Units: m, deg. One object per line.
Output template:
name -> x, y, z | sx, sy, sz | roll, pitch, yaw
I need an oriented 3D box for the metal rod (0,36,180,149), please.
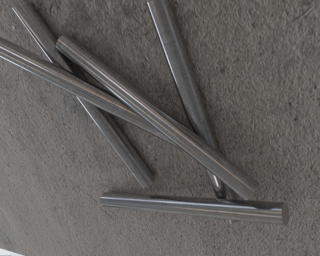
metal rod -> -0.095, -0.048, 0.401 | 0.301, 0.025, 0.025 | 27, 128, 1

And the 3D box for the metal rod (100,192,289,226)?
metal rod -> 0.024, 0.109, 0.438 | 0.300, 0.025, 0.025 | -7, 115, 39

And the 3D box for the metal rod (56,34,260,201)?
metal rod -> -0.011, -0.020, 0.377 | 0.300, 0.025, 0.025 | 39, 129, 11

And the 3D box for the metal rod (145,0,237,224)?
metal rod -> 0.048, -0.005, 0.377 | 0.025, 0.025, 0.299 | -8, 115, 32

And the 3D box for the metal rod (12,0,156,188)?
metal rod -> -0.099, -0.039, 0.435 | 0.025, 0.025, 0.299 | -25, 105, 37
